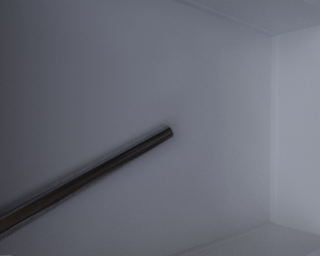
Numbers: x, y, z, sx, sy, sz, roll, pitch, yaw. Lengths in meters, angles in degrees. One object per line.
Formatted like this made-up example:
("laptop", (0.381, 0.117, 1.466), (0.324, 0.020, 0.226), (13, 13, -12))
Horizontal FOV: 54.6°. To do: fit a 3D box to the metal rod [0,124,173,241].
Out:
("metal rod", (-0.098, 0.064, 0.323), (0.302, 0.025, 0.025), (-28, 108, -36))
